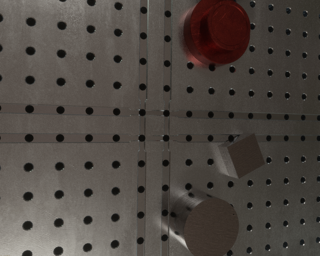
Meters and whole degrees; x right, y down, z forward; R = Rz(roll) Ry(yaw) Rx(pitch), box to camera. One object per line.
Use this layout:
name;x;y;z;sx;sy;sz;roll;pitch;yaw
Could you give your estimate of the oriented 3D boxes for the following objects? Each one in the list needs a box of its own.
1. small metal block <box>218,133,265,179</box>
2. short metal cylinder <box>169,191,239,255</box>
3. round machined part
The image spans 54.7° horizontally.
small metal block;0.121;0.040;0.459;0.050;0.025;0.050;-24;98;-19
short metal cylinder;0.059;0.130;0.423;0.081;0.050;0.079;0;90;-20
round machined part;0.087;-0.139;0.437;0.099;0.042;0.097;0;90;-21
